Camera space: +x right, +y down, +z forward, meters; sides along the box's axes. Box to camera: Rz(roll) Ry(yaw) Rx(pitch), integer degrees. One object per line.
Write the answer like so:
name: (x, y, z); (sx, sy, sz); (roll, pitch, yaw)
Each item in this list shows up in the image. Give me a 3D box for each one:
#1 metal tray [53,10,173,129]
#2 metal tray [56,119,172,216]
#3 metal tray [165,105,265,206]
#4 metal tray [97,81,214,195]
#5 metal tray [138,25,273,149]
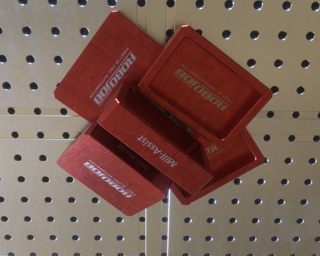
metal tray: (-0.057, -0.066, 0.385); (0.090, 0.030, 0.130); (37, 106, -13)
metal tray: (-0.061, 0.058, 0.411); (0.130, 0.030, 0.090); (40, 130, -14)
metal tray: (0.063, 0.038, 0.424); (0.130, 0.030, 0.090); (-32, 107, 10)
metal tray: (-0.003, 0.008, 0.349); (0.130, 0.090, 0.030); (39, 105, -14)
metal tray: (0.051, -0.046, 0.362); (0.130, 0.030, 0.090); (34, 106, -12)
